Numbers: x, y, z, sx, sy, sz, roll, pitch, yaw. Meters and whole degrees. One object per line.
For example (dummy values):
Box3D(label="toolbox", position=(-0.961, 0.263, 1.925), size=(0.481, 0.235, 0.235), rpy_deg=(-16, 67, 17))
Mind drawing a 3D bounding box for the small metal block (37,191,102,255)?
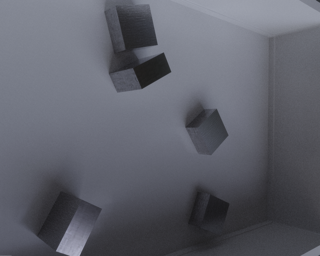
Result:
Box3D(label="small metal block", position=(-0.092, 0.096, 0.314), size=(0.025, 0.050, 0.050), rpy_deg=(38, 67, -34))

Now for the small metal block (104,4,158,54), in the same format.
Box3D(label="small metal block", position=(-0.035, -0.122, 0.379), size=(0.050, 0.025, 0.050), rpy_deg=(-21, 103, -38))

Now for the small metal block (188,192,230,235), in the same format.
Box3D(label="small metal block", position=(0.075, 0.131, 0.473), size=(0.050, 0.025, 0.050), rpy_deg=(31, 71, -36))

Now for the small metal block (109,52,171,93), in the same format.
Box3D(label="small metal block", position=(-0.024, -0.066, 0.372), size=(0.050, 0.050, 0.025), rpy_deg=(-36, 113, -35))

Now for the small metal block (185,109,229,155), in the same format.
Box3D(label="small metal block", position=(0.072, 0.005, 0.470), size=(0.050, 0.025, 0.050), rpy_deg=(-43, 116, -32))
